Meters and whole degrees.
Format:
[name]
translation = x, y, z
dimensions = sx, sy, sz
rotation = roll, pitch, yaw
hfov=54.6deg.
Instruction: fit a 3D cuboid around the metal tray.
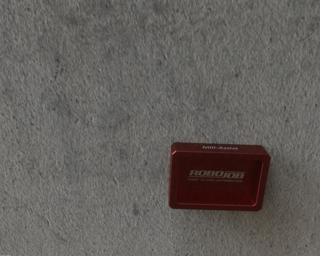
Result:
[metal tray]
translation = 0.079, 0.069, 0.432
dimensions = 0.131, 0.030, 0.089
rotation = 2, 110, -1
